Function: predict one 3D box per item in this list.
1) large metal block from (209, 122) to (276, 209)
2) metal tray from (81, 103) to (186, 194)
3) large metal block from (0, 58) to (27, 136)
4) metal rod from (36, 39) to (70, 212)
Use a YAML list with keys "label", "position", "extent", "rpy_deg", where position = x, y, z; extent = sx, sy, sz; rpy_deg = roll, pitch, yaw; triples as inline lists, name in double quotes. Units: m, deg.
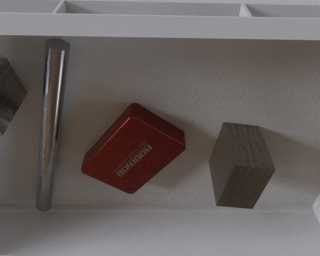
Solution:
- label: "large metal block"
  position: [0.105, 0.050, 0.418]
  extent: [0.050, 0.080, 0.079]
  rpy_deg: [6, 130, -6]
- label: "metal tray"
  position: [-0.039, 0.034, 0.435]
  extent: [0.090, 0.030, 0.129]
  rpy_deg: [31, 123, -24]
- label: "large metal block"
  position: [-0.210, -0.030, 0.344]
  extent: [0.080, 0.080, 0.050]
  rpy_deg: [-9, 130, 7]
- label: "metal rod"
  position: [-0.151, 0.020, 0.423]
  extent: [0.025, 0.025, 0.298]
  rpy_deg: [12, 129, -11]
